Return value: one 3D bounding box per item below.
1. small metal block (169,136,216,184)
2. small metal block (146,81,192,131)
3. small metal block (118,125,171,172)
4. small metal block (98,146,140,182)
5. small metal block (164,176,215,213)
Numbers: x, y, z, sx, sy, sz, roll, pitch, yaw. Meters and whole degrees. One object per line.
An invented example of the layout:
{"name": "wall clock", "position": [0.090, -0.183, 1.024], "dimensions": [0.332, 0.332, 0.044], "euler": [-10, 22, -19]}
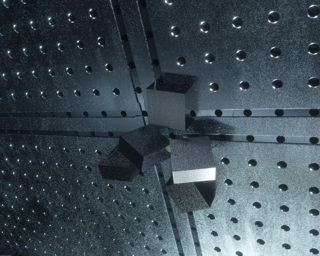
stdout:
{"name": "small metal block", "position": [0.039, 0.039, 0.385], "dimensions": [0.050, 0.050, 0.025], "euler": [-6, 136, 2]}
{"name": "small metal block", "position": [0.012, -0.028, 0.388], "dimensions": [0.050, 0.025, 0.050], "euler": [11, 123, 22]}
{"name": "small metal block", "position": [-0.019, 0.025, 0.411], "dimensions": [0.050, 0.050, 0.025], "euler": [38, 134, 34]}
{"name": "small metal block", "position": [-0.054, 0.052, 0.456], "dimensions": [0.050, 0.050, 0.025], "euler": [1, 119, 28]}
{"name": "small metal block", "position": [0.042, 0.092, 0.446], "dimensions": [0.050, 0.025, 0.050], "euler": [-23, 106, 36]}
